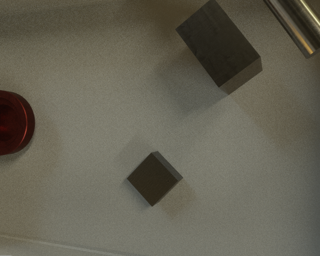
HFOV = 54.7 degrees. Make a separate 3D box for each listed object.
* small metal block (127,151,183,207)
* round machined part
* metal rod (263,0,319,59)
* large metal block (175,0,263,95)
[{"bbox_3d":[-0.006,0.067,0.412,0.050,0.025,0.050,46,104,14],"label":"small metal block"},{"bbox_3d":[-0.237,-0.008,0.478,0.098,0.042,0.097,0,91,10],"label":"round machined part"},{"bbox_3d":[0.049,-0.187,0.267,0.025,0.025,0.299,-34,79,16],"label":"metal rod"},{"bbox_3d":[0.071,-0.088,0.356,0.050,0.080,0.080,-37,78,16],"label":"large metal block"}]
